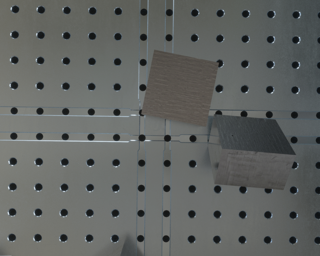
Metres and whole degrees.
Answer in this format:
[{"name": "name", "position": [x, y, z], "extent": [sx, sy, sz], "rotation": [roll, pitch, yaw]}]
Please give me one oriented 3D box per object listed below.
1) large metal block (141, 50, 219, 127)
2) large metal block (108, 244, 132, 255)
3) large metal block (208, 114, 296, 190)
[{"name": "large metal block", "position": [0.024, -0.049, 0.401], "extent": [0.080, 0.050, 0.080], "rotation": [11, 90, -1]}, {"name": "large metal block", "position": [-0.059, 0.216, 0.400], "extent": [0.080, 0.050, 0.080], "rotation": [-35, 90, 0]}, {"name": "large metal block", "position": [0.107, 0.027, 0.380], "extent": [0.081, 0.080, 0.050], "rotation": [5, 120, -1]}]
